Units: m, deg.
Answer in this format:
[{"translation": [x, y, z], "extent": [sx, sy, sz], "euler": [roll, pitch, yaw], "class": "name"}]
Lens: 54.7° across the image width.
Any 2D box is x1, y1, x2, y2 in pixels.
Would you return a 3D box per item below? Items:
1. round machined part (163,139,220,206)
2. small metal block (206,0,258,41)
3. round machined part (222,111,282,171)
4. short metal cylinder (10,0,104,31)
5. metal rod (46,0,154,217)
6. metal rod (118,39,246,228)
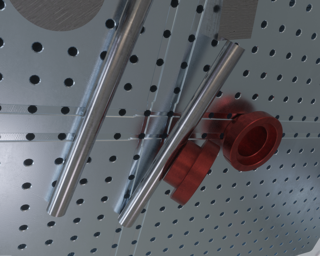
[{"translation": [0.040, 0.056, 0.434], "extent": [0.042, 0.098, 0.098], "euler": [33, 104, 6], "class": "round machined part"}, {"translation": [0.087, -0.135, 0.375], "extent": [0.050, 0.025, 0.050], "euler": [-11, 123, -23], "class": "small metal block"}, {"translation": [0.139, 0.017, 0.486], "extent": [0.099, 0.042, 0.097], "euler": [-14, 124, -21], "class": "round machined part"}, {"translation": [-0.092, -0.129, 0.265], "extent": [0.081, 0.050, 0.079], "euler": [-14, 124, -21], "class": "short metal cylinder"}, {"translation": [-0.074, -0.020, 0.358], "extent": [0.025, 0.025, 0.298], "euler": [13, 112, -34], "class": "metal rod"}, {"translation": [0.020, 0.021, 0.420], "extent": [0.025, 0.025, 0.298], "euler": [16, 114, -35], "class": "metal rod"}]
